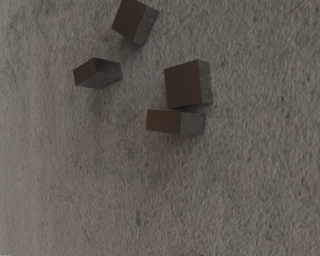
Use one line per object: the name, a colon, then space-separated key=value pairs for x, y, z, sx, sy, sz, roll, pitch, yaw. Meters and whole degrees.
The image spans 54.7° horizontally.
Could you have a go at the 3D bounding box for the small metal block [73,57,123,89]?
small metal block: x=-0.092 y=-0.080 z=0.462 sx=0.050 sy=0.050 sz=0.025 roll=-19 pitch=78 yaw=38

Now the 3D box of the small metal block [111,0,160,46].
small metal block: x=-0.035 y=-0.151 z=0.432 sx=0.050 sy=0.025 sz=0.050 roll=39 pitch=114 yaw=32

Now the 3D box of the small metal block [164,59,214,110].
small metal block: x=0.034 y=-0.051 z=0.375 sx=0.050 sy=0.025 sz=0.050 roll=-8 pitch=85 yaw=39

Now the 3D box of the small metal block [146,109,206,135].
small metal block: x=0.019 y=-0.008 z=0.371 sx=0.050 sy=0.050 sz=0.025 roll=7 pitch=95 yaw=39
